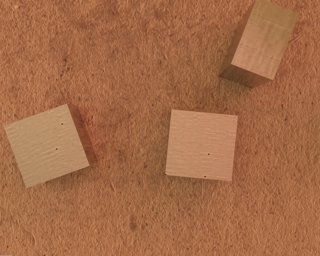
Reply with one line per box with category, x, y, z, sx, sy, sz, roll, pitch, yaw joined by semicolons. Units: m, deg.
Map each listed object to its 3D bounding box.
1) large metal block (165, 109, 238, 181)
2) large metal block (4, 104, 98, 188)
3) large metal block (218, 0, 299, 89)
large metal block;0.050;0.021;0.398;0.080;0.050;0.080;6;90;0
large metal block;-0.136;0.021;0.396;0.080;0.050;0.080;-20;90;0
large metal block;0.117;-0.099;0.383;0.050;0.080;0.080;21;90;0
